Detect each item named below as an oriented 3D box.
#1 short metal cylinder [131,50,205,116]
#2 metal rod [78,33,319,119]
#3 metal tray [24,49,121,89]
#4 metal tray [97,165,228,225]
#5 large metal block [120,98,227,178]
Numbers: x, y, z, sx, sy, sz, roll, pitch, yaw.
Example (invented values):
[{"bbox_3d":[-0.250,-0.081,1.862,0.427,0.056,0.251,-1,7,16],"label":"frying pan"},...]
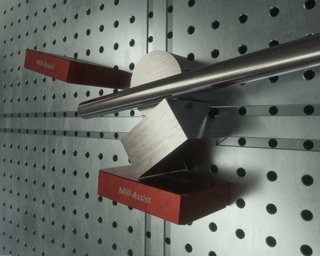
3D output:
[{"bbox_3d":[0.010,-0.052,0.385,0.080,0.050,0.079,0,90,40],"label":"short metal cylinder"},{"bbox_3d":[0.012,-0.043,0.334,0.300,0.025,0.025,-9,84,39],"label":"metal rod"},{"bbox_3d":[-0.136,-0.092,0.479,0.130,0.091,0.030,21,104,38],"label":"metal tray"},{"bbox_3d":[0.001,0.071,0.365,0.130,0.091,0.030,8,95,39],"label":"metal tray"},{"bbox_3d":[0.016,0.012,0.360,0.080,0.081,0.050,-41,65,32],"label":"large metal block"}]
